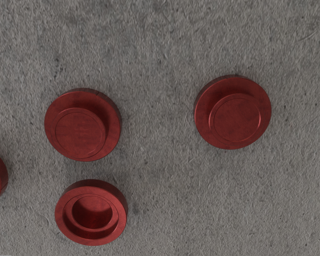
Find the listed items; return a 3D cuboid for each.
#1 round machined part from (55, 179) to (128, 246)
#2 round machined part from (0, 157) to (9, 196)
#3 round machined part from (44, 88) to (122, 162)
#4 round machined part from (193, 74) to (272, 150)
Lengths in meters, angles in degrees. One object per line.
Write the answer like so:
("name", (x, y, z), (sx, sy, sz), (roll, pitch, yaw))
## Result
("round machined part", (-0.094, 0.115, 0.442), (0.099, 0.042, 0.097), (0, 110, 0))
("round machined part", (-0.255, 0.061, 0.421), (0.099, 0.042, 0.097), (0, 110, 0))
("round machined part", (-0.100, 0.000, 0.400), (0.099, 0.042, 0.097), (0, 110, 0))
("round machined part", (0.094, -0.016, 0.395), (0.099, 0.042, 0.097), (0, 110, 0))
